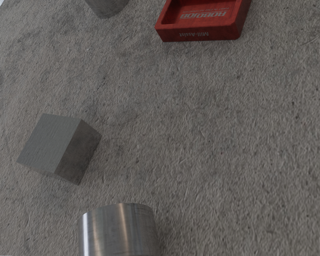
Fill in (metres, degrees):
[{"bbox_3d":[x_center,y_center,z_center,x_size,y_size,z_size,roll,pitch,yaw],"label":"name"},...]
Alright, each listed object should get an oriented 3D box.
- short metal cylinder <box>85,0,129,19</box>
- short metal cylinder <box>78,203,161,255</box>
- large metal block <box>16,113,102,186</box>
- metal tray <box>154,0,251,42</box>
[{"bbox_3d":[-0.106,-0.261,0.604,0.080,0.050,0.080,-13,56,21],"label":"short metal cylinder"},{"bbox_3d":[-0.042,0.117,0.319,0.080,0.080,0.050,-23,53,14],"label":"short metal cylinder"},{"bbox_3d":[-0.144,0.029,0.446,0.080,0.050,0.080,8,66,31],"label":"large metal block"},{"bbox_3d":[0.065,-0.178,0.475,0.130,0.030,0.090,8,65,31],"label":"metal tray"}]
